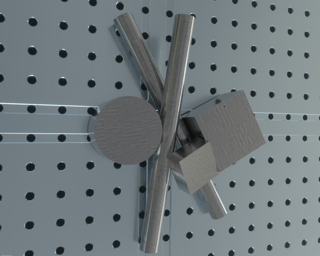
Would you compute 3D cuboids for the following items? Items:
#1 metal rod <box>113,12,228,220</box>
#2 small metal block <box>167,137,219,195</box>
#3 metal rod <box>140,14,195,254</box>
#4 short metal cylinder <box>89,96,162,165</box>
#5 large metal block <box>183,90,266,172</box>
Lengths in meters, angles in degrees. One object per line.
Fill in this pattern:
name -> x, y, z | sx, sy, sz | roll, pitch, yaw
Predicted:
metal rod -> 0.018, -0.009, 0.415 | 0.025, 0.025, 0.299 | -30, 100, -18
small metal block -> 0.042, 0.047, 0.391 | 0.050, 0.025, 0.050 | -31, 116, -25
metal rod -> 0.008, 0.011, 0.391 | 0.025, 0.025, 0.298 | 7, 96, -20
short metal cylinder -> -0.044, 0.003, 0.380 | 0.081, 0.050, 0.079 | 0, 90, -21
large metal block -> 0.085, 0.003, 0.426 | 0.080, 0.050, 0.080 | -29, 100, -18
